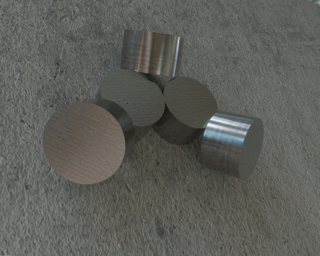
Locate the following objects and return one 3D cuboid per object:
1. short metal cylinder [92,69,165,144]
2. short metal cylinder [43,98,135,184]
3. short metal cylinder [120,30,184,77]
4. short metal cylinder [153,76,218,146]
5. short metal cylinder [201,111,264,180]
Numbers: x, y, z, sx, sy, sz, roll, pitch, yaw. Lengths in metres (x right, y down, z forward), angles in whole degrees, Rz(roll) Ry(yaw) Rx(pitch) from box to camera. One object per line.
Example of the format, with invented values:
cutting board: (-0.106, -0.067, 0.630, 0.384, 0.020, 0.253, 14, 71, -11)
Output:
short metal cylinder: (-0.041, -0.025, 0.382, 0.081, 0.050, 0.080, 14, 56, -21)
short metal cylinder: (-0.070, 0.011, 0.317, 0.080, 0.080, 0.050, 40, 11, -2)
short metal cylinder: (-0.011, -0.100, 0.417, 0.081, 0.080, 0.050, 2, 104, -28)
short metal cylinder: (0.031, -0.023, 0.419, 0.081, 0.050, 0.080, 14, 56, -21)
short metal cylinder: (0.095, 0.021, 0.400, 0.050, 0.080, 0.080, 15, 41, 33)
